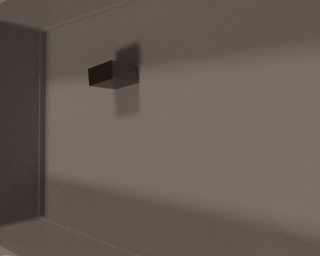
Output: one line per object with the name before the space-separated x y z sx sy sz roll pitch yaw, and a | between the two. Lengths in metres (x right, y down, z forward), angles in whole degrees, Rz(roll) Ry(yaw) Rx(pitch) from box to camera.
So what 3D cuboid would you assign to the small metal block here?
small metal block | -0.066 -0.075 0.443 0.050 0.050 0.025 -9 85 39
